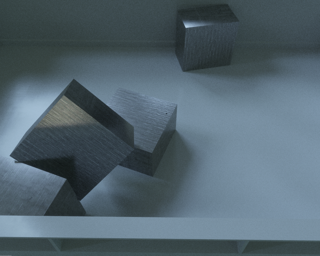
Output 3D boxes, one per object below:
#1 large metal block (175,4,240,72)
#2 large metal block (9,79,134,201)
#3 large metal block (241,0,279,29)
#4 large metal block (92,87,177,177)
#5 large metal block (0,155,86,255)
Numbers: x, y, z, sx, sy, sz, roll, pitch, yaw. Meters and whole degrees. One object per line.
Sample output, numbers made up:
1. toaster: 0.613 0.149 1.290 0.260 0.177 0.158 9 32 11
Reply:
1. large metal block: 0.071 -0.141 0.488 0.081 0.080 0.050 -9 51 -8
2. large metal block: -0.083 0.012 0.310 0.080 0.080 0.050 -44 22 15
3. large metal block: 0.197 -0.247 0.581 0.050 0.080 0.080 21 53 17
4. large metal block: -0.031 0.003 0.386 0.080 0.050 0.080 17 52 14
5. large metal block: -0.128 0.077 0.302 0.080 0.080 0.050 16 56 13
